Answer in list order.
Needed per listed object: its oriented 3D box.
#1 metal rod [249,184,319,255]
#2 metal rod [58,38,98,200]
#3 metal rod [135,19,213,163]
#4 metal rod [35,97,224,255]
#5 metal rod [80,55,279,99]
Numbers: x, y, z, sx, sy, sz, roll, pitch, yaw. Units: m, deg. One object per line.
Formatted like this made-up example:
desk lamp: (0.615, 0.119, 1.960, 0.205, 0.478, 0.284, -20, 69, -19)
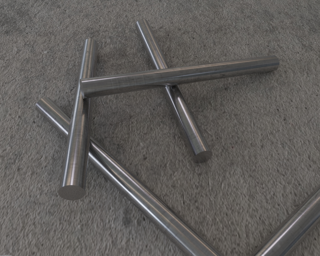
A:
metal rod: (0.077, 0.142, 0.284, 0.302, 0.025, 0.025, -32, 57, -25)
metal rod: (-0.101, -0.038, 0.409, 0.025, 0.025, 0.300, -5, 43, -4)
metal rod: (0.010, -0.075, 0.466, 0.025, 0.025, 0.300, -13, 51, -10)
metal rod: (-0.054, 0.049, 0.361, 0.300, 0.025, 0.025, 37, 59, 27)
metal rod: (0.042, -0.076, 0.437, 0.302, 0.025, 0.025, -11, 50, -21)
